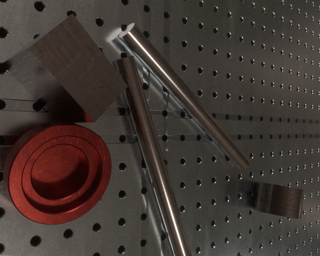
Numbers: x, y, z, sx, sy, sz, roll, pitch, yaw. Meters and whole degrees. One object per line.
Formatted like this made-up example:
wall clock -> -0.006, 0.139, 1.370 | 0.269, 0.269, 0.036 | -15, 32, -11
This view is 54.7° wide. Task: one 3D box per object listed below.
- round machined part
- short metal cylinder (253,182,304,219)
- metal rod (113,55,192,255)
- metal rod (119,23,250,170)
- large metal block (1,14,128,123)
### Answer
round machined part -> -0.102, 0.041, 0.307 | 0.099, 0.042, 0.097 | -9, 105, -36
short metal cylinder -> 0.212, 0.129, 0.555 | 0.081, 0.080, 0.050 | 17, 80, -39
metal rod -> -0.004, 0.055, 0.408 | 0.025, 0.025, 0.298 | -27, 107, -37
metal rod -> 0.051, -0.029, 0.454 | 0.300, 0.025, 0.025 | 44, 63, -31
large metal block -> -0.092, -0.051, 0.298 | 0.050, 0.080, 0.080 | -53, 121, -27
